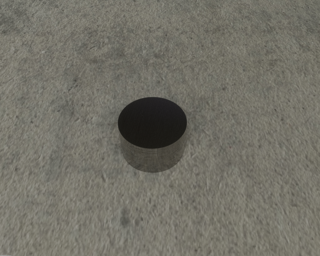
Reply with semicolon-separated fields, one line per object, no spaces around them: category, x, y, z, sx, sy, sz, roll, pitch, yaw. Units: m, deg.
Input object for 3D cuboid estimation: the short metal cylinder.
short metal cylinder;-0.009;0.008;0.380;0.081;0.050;0.080;0;50;0
